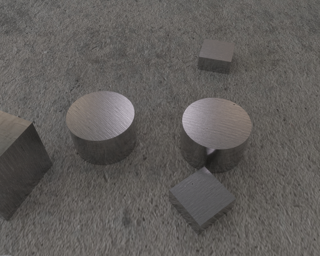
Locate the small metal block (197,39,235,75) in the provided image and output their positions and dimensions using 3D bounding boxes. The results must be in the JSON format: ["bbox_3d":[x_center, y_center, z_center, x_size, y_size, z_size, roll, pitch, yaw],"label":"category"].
[{"bbox_3d":[0.091,-0.116,0.502,0.050,0.025,0.050,12,51,10],"label":"small metal block"}]

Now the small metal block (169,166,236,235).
[{"bbox_3d":[0.045,0.078,0.338,0.050,0.025,0.050,-30,56,-23],"label":"small metal block"}]

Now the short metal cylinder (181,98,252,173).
[{"bbox_3d":[0.066,0.008,0.380,0.081,0.050,0.080,0,50,0],"label":"short metal cylinder"}]

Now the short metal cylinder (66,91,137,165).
[{"bbox_3d":[-0.071,-0.001,0.387,0.081,0.050,0.080,0,50,0],"label":"short metal cylinder"}]

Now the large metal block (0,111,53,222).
[{"bbox_3d":[-0.171,0.040,0.333,0.050,0.080,0.080,19,53,15],"label":"large metal block"}]
